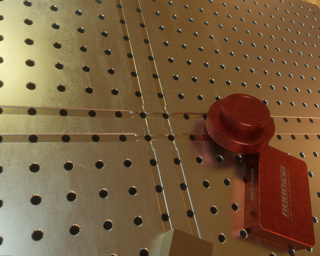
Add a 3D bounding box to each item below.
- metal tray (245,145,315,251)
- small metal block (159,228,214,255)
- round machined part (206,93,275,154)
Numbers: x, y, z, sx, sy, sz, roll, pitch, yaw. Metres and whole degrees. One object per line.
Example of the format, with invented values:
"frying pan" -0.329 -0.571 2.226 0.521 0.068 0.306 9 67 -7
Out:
"metal tray" 0.167 0.094 0.437 0.090 0.030 0.130 23 53 -14
"small metal block" 0.027 0.144 0.335 0.050 0.025 0.050 26 53 -12
"round machined part" 0.119 -0.013 0.448 0.099 0.042 0.098 5 45 -5
